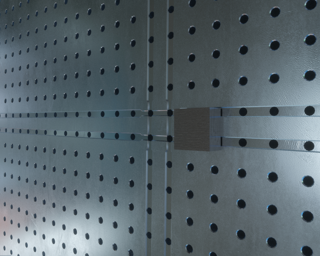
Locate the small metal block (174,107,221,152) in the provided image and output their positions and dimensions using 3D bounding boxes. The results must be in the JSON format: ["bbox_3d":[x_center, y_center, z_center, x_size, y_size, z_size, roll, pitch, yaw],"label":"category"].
[{"bbox_3d":[0.045,0.001,0.373,0.050,0.025,0.050,0,90,40],"label":"small metal block"}]
